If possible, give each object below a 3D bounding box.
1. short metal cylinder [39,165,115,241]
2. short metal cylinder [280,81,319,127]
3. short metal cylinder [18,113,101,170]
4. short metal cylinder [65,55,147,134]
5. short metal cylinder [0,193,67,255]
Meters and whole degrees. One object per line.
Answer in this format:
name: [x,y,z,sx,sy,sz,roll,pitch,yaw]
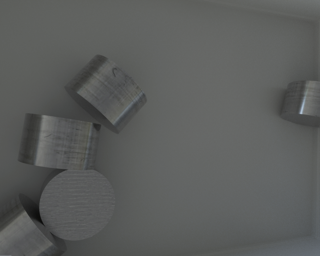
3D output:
short metal cylinder: [-0.098,0.083,0.362,0.081,0.050,0.079,0,90,-21]
short metal cylinder: [0.230,-0.034,0.468,0.081,0.080,0.050,17,85,-20]
short metal cylinder: [-0.109,0.015,0.341,0.081,0.080,0.050,9,87,-20]
short metal cylinder: [-0.062,-0.038,0.359,0.080,0.080,0.050,43,76,-15]
short metal cylinder: [-0.145,0.117,0.328,0.050,0.080,0.080,-39,103,-16]
